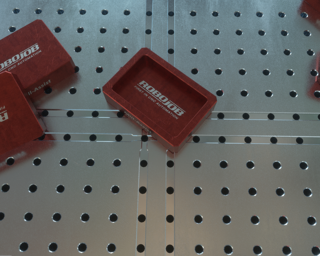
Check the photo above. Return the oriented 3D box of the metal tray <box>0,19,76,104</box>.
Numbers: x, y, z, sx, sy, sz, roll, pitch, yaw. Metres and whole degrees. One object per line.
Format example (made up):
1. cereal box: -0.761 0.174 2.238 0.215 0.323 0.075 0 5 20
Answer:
1. metal tray: -0.199 -0.086 0.440 0.130 0.030 0.090 -36 74 -12

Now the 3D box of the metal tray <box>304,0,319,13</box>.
1. metal tray: 0.306 -0.195 0.482 0.090 0.030 0.130 -38 74 -13

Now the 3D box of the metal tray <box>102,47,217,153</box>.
1. metal tray: -0.001 -0.040 0.423 0.130 0.030 0.090 38 74 12

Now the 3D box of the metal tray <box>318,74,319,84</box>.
1. metal tray: 0.301 -0.085 0.425 0.130 0.030 0.090 21 92 7

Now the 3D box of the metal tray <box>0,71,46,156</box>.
1. metal tray: -0.225 -0.004 0.389 0.131 0.030 0.090 -27 101 -10
